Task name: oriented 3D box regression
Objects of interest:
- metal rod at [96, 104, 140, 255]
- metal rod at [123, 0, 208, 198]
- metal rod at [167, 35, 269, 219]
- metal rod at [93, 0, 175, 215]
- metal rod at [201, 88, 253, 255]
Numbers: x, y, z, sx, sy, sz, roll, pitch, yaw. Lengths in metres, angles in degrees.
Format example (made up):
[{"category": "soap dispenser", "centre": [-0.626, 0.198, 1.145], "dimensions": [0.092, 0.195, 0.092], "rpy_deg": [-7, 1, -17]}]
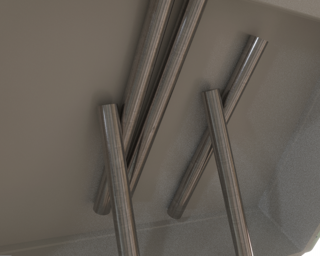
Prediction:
[{"category": "metal rod", "centre": [-0.041, 0.121, 0.369], "dimensions": [0.025, 0.025, 0.298], "rpy_deg": [-9, 93, -24]}, {"category": "metal rod", "centre": [-0.008, -0.017, 0.393], "dimensions": [0.025, 0.025, 0.298], "rpy_deg": [7, 115, -32]}, {"category": "metal rod", "centre": [0.077, 0.012, 0.457], "dimensions": [0.025, 0.025, 0.298], "rpy_deg": [9, 114, -33]}, {"category": "metal rod", "centre": [-0.037, -0.017, 0.377], "dimensions": [0.025, 0.025, 0.298], "rpy_deg": [5, 116, -31]}, {"category": "metal rod", "centre": [0.102, 0.092, 0.441], "dimensions": [0.025, 0.025, 0.298], "rpy_deg": [-17, 100, -19]}]
